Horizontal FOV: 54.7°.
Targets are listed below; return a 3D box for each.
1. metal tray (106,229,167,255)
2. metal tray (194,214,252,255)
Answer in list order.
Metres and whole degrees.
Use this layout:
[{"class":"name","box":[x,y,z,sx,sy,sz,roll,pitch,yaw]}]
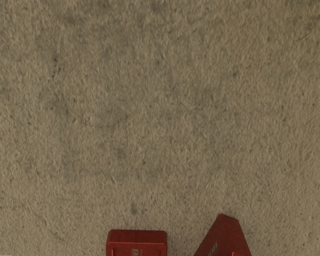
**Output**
[{"class":"metal tray","box":[-0.037,0.224,0.488,0.091,0.030,0.129,2,110,-1]},{"class":"metal tray","box":[0.079,0.203,0.451,0.030,0.090,0.129,23,108,-9]}]
